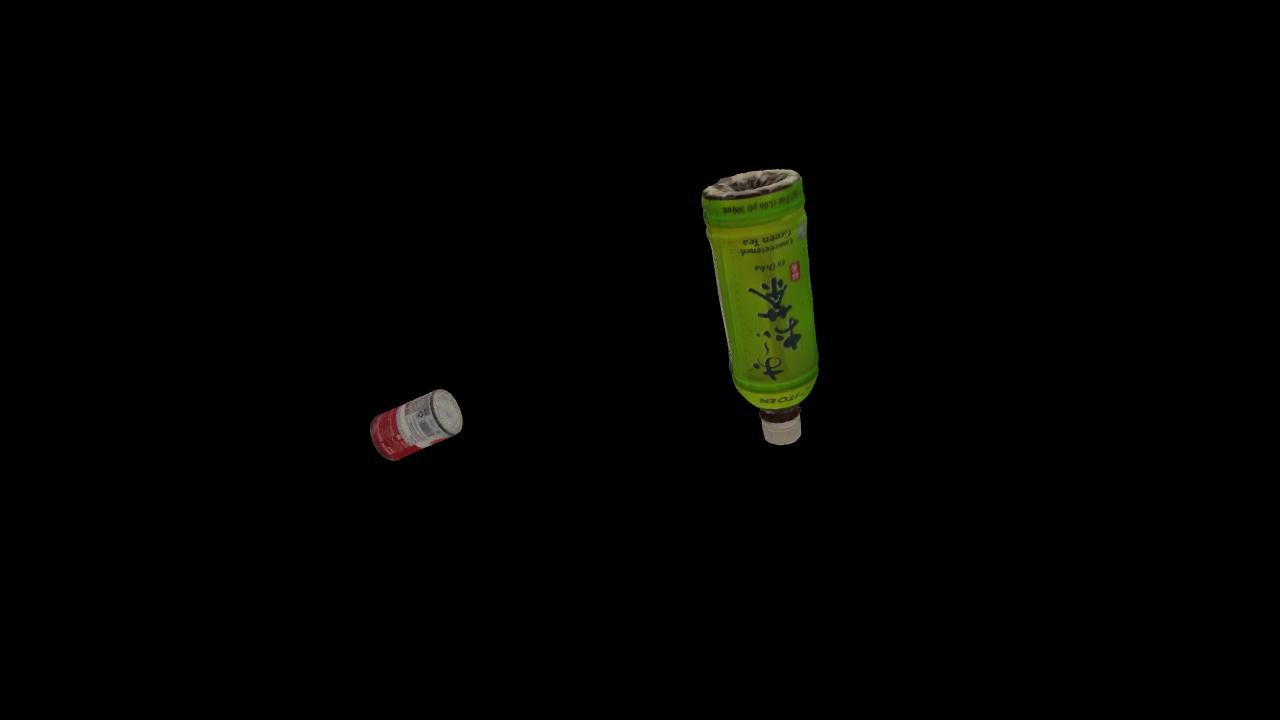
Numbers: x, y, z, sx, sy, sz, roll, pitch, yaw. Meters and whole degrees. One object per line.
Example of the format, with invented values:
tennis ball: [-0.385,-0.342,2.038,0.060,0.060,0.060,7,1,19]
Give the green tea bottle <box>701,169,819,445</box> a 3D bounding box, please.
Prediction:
green tea bottle: [0.096,-0.030,0.463,0.073,0.212,0.073,-10,28,5]

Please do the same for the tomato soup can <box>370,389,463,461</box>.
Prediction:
tomato soup can: [-0.300,0.087,0.830,0.101,0.068,0.068,-23,-5,12]
